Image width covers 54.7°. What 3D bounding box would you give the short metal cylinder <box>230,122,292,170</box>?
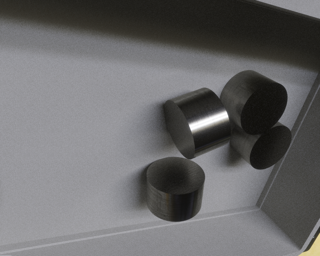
[{"bbox_3d":[0.160,0.019,0.495,0.081,0.050,0.079,-14,124,-21],"label":"short metal cylinder"}]

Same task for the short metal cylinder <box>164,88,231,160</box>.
[{"bbox_3d":[0.046,-0.006,0.396,0.050,0.080,0.079,-21,127,-16],"label":"short metal cylinder"}]

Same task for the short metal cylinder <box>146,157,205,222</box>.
[{"bbox_3d":[0.021,0.085,0.439,0.081,0.080,0.050,-12,124,-22],"label":"short metal cylinder"}]

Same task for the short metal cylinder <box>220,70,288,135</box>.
[{"bbox_3d":[0.133,-0.037,0.445,0.081,0.050,0.079,-14,125,-21],"label":"short metal cylinder"}]
